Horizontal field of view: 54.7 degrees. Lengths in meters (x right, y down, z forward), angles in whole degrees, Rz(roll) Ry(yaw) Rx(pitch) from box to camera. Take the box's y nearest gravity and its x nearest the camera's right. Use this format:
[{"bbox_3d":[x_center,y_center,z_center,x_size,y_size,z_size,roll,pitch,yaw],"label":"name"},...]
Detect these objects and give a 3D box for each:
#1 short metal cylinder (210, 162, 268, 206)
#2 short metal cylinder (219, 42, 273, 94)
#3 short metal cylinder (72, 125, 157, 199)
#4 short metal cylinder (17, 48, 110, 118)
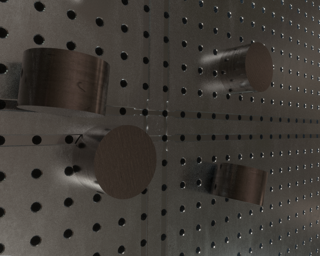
[{"bbox_3d":[0.122,0.087,0.479,0.080,0.080,0.050,21,77,-39],"label":"short metal cylinder"},{"bbox_3d":[0.145,-0.098,0.517,0.081,0.050,0.079,0,90,-40],"label":"short metal cylinder"},{"bbox_3d":[-0.051,0.036,0.352,0.081,0.050,0.079,0,90,-40],"label":"short metal cylinder"},{"bbox_3d":[-0.091,-0.040,0.298,0.081,0.080,0.050,8,85,-40],"label":"short metal cylinder"}]
